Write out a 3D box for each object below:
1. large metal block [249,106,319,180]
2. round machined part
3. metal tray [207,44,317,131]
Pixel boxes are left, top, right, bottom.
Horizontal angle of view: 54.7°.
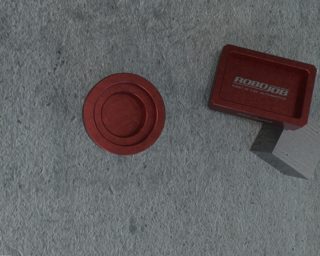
[{"bbox_3d":[0.198,0.021,0.471,0.080,0.050,0.080,33,79,-18],"label":"large metal block"},{"bbox_3d":[-0.046,-0.017,0.384,0.099,0.042,0.097,0,90,-21],"label":"round machined part"},{"bbox_3d":[0.141,-0.056,0.430,0.131,0.030,0.090,15,79,2],"label":"metal tray"}]
